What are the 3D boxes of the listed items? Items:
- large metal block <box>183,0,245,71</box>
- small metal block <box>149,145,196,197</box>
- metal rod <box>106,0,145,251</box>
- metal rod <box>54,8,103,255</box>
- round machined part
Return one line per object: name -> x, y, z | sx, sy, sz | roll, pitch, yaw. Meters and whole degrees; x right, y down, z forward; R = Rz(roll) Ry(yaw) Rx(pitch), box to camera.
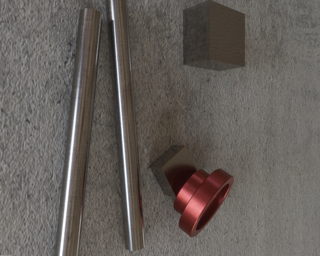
large metal block -> 0.081, -0.132, 0.458 | 0.081, 0.050, 0.079 | 0, 90, -40
small metal block -> 0.020, 0.058, 0.424 | 0.050, 0.025, 0.050 | -39, 114, -33
metal rod -> -0.041, -0.003, 0.371 | 0.025, 0.025, 0.298 | -7, 95, -40
metal rod -> -0.088, 0.022, 0.332 | 0.025, 0.025, 0.298 | 8, 85, -40
round machined part -> 0.055, 0.095, 0.423 | 0.098, 0.042, 0.097 | -42, 151, -29
